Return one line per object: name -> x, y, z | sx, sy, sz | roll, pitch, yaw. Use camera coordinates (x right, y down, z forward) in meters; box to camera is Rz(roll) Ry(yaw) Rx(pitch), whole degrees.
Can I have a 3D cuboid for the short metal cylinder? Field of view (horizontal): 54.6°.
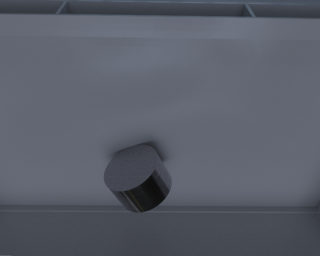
short metal cylinder -> -0.030, 0.069, 0.431 | 0.080, 0.080, 0.050 | -18, 128, 14
